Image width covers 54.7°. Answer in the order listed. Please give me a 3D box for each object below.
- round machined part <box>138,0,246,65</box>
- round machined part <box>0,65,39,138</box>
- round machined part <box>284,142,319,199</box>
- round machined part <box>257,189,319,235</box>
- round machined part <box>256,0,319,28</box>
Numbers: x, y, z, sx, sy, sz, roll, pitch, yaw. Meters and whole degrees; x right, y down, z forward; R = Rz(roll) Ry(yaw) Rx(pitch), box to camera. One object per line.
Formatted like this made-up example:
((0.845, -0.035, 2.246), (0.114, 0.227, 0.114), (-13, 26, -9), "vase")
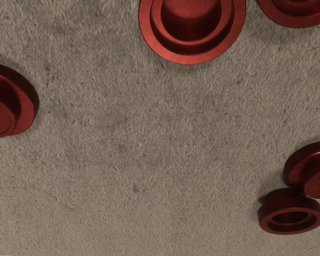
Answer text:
((0.029, -0.114, 0.299), (0.099, 0.042, 0.097), (-1, 130, 0), "round machined part")
((-0.202, -0.026, 0.371), (0.099, 0.042, 0.097), (-1, 130, 0), "round machined part")
((0.241, 0.068, 0.458), (0.099, 0.042, 0.097), (-1, 130, 0), "round machined part")
((0.211, 0.136, 0.509), (0.099, 0.042, 0.097), (1, 138, 1), "round machined part")
((0.130, -0.144, 0.276), (0.099, 0.042, 0.097), (-1, 130, 0), "round machined part")
